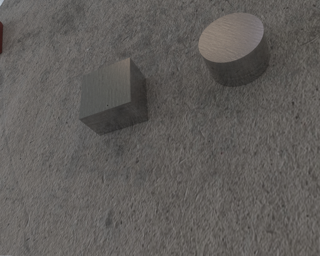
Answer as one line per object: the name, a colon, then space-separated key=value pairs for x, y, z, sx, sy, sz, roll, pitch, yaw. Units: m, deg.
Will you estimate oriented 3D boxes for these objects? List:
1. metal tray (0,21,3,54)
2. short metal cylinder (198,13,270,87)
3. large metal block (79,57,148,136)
metal tray: x=-0.416 y=-0.234 z=0.724 sx=0.030 sy=0.090 sz=0.130 roll=-29 pitch=52 yaw=10
short metal cylinder: x=0.096 y=-0.100 z=0.399 sx=0.080 sy=0.050 sz=0.080 roll=-13 pitch=56 yaw=21
large metal block: x=-0.066 y=-0.044 z=0.450 sx=0.080 sy=0.050 sz=0.080 roll=-17 pitch=55 yaw=18
